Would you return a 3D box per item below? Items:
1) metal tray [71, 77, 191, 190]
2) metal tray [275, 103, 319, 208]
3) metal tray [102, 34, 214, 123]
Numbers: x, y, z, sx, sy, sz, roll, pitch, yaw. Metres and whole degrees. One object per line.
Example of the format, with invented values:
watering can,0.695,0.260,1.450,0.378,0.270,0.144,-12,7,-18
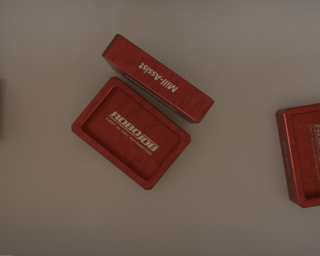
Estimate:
metal tray,-0.036,0.007,0.408,0.130,0.030,0.090,39,90,0
metal tray,0.212,0.032,0.410,0.091,0.030,0.129,-9,90,0
metal tray,-0.002,-0.054,0.378,0.130,0.090,0.030,35,90,0
